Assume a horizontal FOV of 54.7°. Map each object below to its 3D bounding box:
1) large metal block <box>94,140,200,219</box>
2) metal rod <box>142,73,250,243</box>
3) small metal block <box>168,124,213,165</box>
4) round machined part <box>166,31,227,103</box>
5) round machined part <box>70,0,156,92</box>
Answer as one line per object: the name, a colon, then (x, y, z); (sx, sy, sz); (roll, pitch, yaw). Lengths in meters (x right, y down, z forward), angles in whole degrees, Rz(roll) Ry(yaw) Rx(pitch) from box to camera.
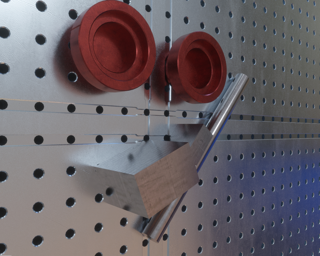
large metal block: (-0.015, 0.054, 0.361); (0.081, 0.080, 0.050); (-27, 108, -37)
metal rod: (0.063, 0.029, 0.462); (0.025, 0.025, 0.301); (49, 61, -29)
small metal block: (0.037, 0.021, 0.424); (0.025, 0.050, 0.050); (48, 62, -30)
round machined part: (0.047, -0.083, 0.437); (0.099, 0.042, 0.097); (0, 90, -40)
round machined part: (-0.056, -0.089, 0.351); (0.099, 0.042, 0.097); (0, 90, -40)
